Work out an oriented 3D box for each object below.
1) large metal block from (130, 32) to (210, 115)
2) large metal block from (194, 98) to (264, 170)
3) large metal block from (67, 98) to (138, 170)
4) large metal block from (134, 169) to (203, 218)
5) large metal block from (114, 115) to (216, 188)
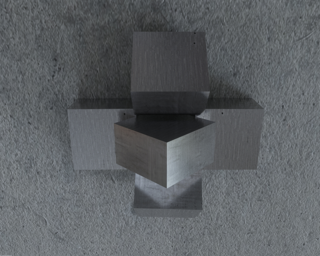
[{"bbox_3d":[0.010,-0.062,0.353,0.081,0.080,0.050,0,154,0],"label":"large metal block"},{"bbox_3d":[0.081,0.006,0.398,0.081,0.050,0.079,0,110,-1],"label":"large metal block"},{"bbox_3d":[-0.068,0.006,0.399,0.081,0.050,0.079,-1,110,-1],"label":"large metal block"},{"bbox_3d":[0.010,0.087,0.407,0.081,0.080,0.050,1,67,0],"label":"large metal block"},{"bbox_3d":[0.006,0.017,0.353,0.080,0.081,0.050,18,117,41],"label":"large metal block"}]
